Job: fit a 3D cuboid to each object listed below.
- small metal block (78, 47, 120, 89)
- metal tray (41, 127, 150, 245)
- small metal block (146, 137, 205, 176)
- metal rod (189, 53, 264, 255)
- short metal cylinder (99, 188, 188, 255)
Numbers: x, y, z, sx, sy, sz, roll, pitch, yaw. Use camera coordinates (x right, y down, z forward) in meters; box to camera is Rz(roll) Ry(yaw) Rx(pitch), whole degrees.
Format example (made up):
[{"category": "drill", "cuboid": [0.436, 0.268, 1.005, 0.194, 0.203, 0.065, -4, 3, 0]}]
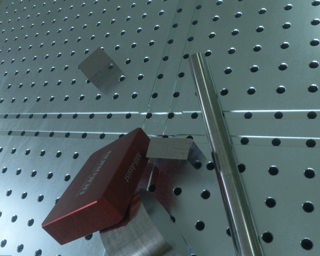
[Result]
[{"category": "small metal block", "cuboid": [-0.104, -0.103, 0.524, 0.050, 0.025, 0.050, -42, 51, -1]}, {"category": "metal tray", "cuboid": [-0.063, 0.059, 0.347, 0.090, 0.030, 0.130, -29, 19, 27]}, {"category": "small metal block", "cuboid": [0.019, 0.034, 0.360, 0.050, 0.050, 0.025, 0, 62, 28]}, {"category": "metal rod", "cuboid": [0.070, 0.025, 0.354, 0.025, 0.025, 0.299, -20, 54, 16]}, {"category": "short metal cylinder", "cuboid": [-0.016, 0.109, 0.314, 0.050, 0.080, 0.080, -37, 51, 3]}]
